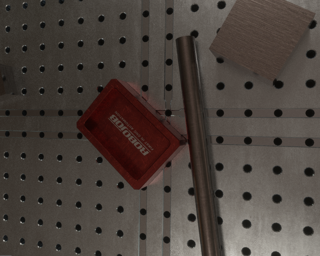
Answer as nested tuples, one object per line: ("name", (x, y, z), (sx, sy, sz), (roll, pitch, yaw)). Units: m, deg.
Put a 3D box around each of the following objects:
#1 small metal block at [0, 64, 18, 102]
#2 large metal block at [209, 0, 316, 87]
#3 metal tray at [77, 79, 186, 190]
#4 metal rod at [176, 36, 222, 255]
("small metal block", (-0.265, -0.071, 0.504), (0.050, 0.025, 0.050), (-16, 85, 19))
("large metal block", (0.116, -0.104, 0.358), (0.080, 0.050, 0.080), (32, 100, 16))
("metal tray", (-0.042, 0.007, 0.423), (0.130, 0.030, 0.090), (45, 103, 14))
("metal rod", (0.050, 0.033, 0.394), (0.025, 0.025, 0.298), (-8, 88, 19))
